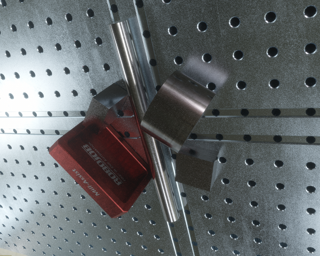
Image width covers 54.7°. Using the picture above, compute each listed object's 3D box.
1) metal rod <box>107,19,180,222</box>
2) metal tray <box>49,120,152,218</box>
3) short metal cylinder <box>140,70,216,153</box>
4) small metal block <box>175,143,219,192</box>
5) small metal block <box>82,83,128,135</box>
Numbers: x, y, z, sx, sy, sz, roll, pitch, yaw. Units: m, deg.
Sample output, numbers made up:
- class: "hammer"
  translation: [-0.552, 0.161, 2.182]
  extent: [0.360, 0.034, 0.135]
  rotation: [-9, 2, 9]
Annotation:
- class: "metal rod"
  translation: [-0.015, 0.008, 0.422]
  extent: [0.025, 0.025, 0.298]
  rotation: [0, 119, 28]
- class: "metal tray"
  translation: [-0.078, 0.050, 0.438]
  extent: [0.130, 0.090, 0.030]
  rotation: [48, 129, -6]
- class: "short metal cylinder"
  translation: [0.021, -0.018, 0.352]
  extent: [0.050, 0.080, 0.079]
  rotation: [33, 129, 6]
- class: "small metal block"
  translation: [0.049, 0.052, 0.417]
  extent: [0.050, 0.025, 0.050]
  rotation: [14, 124, 20]
- class: "small metal block"
  translation: [-0.073, -0.026, 0.414]
  extent: [0.025, 0.050, 0.050]
  rotation: [36, 129, 4]
